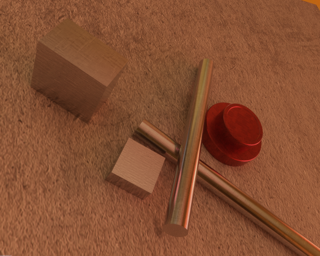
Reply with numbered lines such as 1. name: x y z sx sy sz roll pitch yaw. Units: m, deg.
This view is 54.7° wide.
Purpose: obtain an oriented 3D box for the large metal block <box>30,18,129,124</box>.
1. large metal block: -0.094 -0.062 0.357 0.080 0.080 0.050 34 51 -6

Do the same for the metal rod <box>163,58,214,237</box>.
1. metal rod: 0.046 -0.003 0.405 0.025 0.025 0.300 28 44 -11

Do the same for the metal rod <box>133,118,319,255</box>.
1. metal rod: 0.094 0.087 0.403 0.301 0.025 0.025 36 51 -4

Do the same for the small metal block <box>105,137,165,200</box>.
1. small metal block: -0.028 0.047 0.361 0.050 0.025 0.050 30 52 -9

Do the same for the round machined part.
1. round machined part: 0.110 0.003 0.452 0.099 0.042 0.098 14 56 -21
